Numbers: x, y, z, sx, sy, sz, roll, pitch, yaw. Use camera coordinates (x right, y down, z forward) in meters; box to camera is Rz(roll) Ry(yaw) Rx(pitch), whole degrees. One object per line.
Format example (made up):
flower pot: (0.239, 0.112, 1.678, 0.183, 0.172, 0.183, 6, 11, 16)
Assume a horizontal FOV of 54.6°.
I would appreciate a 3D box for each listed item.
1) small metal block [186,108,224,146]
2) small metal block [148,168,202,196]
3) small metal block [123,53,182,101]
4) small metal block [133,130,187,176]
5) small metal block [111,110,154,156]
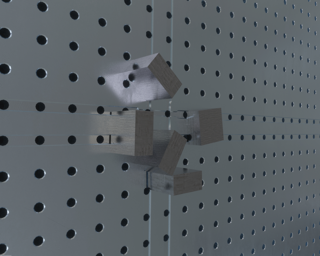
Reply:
small metal block: (0.068, -0.003, 0.465, 0.050, 0.025, 0.050, -9, 96, -39)
small metal block: (0.020, 0.069, 0.408, 0.050, 0.050, 0.025, -1, 91, -40)
small metal block: (-0.009, -0.062, 0.384, 0.050, 0.050, 0.025, 49, 61, -29)
small metal block: (0.000, 0.030, 0.392, 0.025, 0.050, 0.050, 37, 67, -34)
small metal block: (-0.033, 0.006, 0.364, 0.025, 0.050, 0.050, 2, 89, -40)
